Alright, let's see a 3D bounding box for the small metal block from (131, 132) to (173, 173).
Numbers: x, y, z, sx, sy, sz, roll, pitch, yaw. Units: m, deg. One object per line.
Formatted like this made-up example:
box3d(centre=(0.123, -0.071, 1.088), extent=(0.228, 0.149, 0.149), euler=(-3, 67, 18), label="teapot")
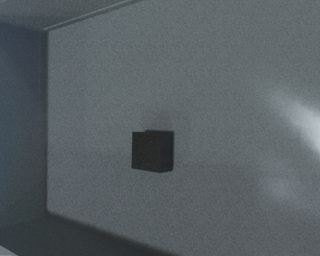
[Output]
box3d(centre=(-0.011, 0.031, 0.414), extent=(0.050, 0.025, 0.050), euler=(3, 92, 39), label="small metal block")
